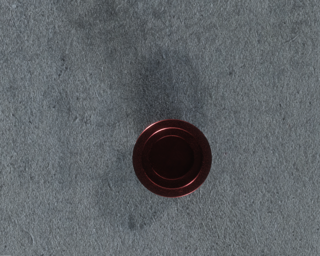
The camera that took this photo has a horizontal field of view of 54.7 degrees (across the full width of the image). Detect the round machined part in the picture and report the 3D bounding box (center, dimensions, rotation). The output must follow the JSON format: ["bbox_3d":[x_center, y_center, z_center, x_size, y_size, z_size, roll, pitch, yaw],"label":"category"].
[{"bbox_3d":[0.015,0.037,0.403,0.099,0.042,0.097,0,90,-1],"label":"round machined part"}]
